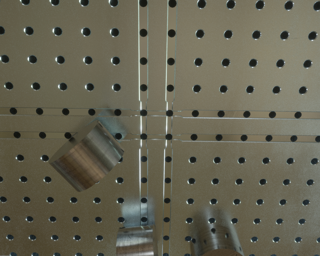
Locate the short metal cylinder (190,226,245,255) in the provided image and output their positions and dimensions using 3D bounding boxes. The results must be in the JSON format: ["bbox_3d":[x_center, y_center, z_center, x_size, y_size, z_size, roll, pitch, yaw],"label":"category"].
[{"bbox_3d":[0.089,0.199,0.474,0.081,0.050,0.079,0,110,0],"label":"short metal cylinder"}]

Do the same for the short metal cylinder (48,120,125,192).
[{"bbox_3d":[-0.093,0.034,0.396,0.080,0.080,0.050,-36,106,12],"label":"short metal cylinder"}]

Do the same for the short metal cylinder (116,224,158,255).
[{"bbox_3d":[-0.031,0.184,0.452,0.050,0.080,0.079,-6,110,2],"label":"short metal cylinder"}]
